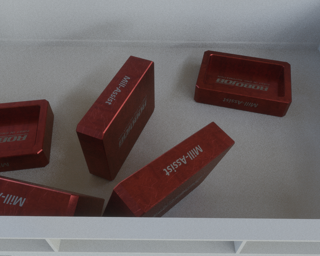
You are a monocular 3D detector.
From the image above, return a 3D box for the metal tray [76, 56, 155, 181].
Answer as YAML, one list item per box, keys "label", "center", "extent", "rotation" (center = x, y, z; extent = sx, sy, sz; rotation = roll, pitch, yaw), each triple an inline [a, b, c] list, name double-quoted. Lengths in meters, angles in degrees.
- label: "metal tray"
  center: [-0.046, -0.013, 0.373]
  extent: [0.030, 0.089, 0.130]
  rotation: [18, 52, 14]

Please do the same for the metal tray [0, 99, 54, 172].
- label: "metal tray"
  center: [-0.207, 0.011, 0.389]
  extent: [0.131, 0.030, 0.090]
  rotation: [-6, 50, -6]

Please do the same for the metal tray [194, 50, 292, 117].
- label: "metal tray"
  center: [0.123, -0.069, 0.460]
  extent: [0.131, 0.030, 0.090]
  rotation: [11, 51, 8]

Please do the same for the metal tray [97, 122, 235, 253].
- label: "metal tray"
  center: [0.007, 0.054, 0.298]
  extent: [0.131, 0.089, 0.030]
  rotation: [-30, 68, -38]

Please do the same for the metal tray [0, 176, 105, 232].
- label: "metal tray"
  center: [-0.130, 0.069, 0.300]
  extent: [0.131, 0.090, 0.030]
  rotation: [10, 76, 8]
